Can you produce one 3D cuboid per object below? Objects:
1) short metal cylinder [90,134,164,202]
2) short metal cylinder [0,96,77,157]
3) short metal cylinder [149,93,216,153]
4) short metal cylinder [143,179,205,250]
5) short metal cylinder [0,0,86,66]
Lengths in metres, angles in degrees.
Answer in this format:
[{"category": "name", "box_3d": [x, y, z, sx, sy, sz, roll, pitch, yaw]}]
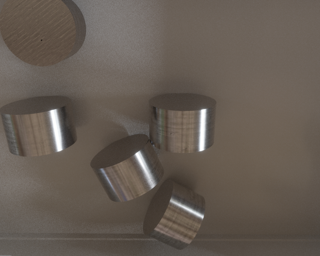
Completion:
[{"category": "short metal cylinder", "box_3d": [-0.041, 0.050, 0.400, 0.080, 0.080, 0.050, -22, 109, 7]}, {"category": "short metal cylinder", "box_3d": [-0.146, -0.005, 0.378, 0.081, 0.080, 0.050, -3, 110, 1]}, {"category": "short metal cylinder", "box_3d": [0.027, -0.009, 0.379, 0.081, 0.080, 0.050, 0, 110, 0]}, {"category": "short metal cylinder", "box_3d": [0.019, 0.118, 0.426, 0.050, 0.080, 0.080, 29, 107, -11]}, {"category": "short metal cylinder", "box_3d": [-0.130, -0.114, 0.354, 0.081, 0.050, 0.079, 0, 110, -1]}]
